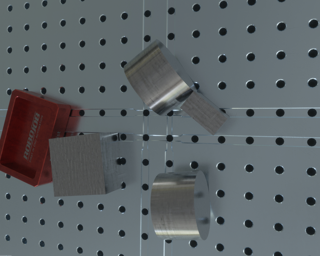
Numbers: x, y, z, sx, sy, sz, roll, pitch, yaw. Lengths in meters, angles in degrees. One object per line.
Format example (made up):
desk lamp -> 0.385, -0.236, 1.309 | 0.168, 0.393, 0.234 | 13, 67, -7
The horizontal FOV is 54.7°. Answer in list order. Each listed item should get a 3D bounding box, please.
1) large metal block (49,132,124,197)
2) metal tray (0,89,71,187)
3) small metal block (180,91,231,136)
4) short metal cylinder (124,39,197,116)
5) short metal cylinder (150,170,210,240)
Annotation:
large metal block -> -0.103, 0.050, 0.436 | 0.080, 0.050, 0.080 | -7, 88, 19
metal tray -> -0.198, 0.014, 0.479 | 0.090, 0.030, 0.129 | 19, 96, 19
small metal block -> 0.057, -0.018, 0.377 | 0.050, 0.050, 0.025 | 41, 103, 11
short metal cylinder -> 0.001, -0.061, 0.383 | 0.050, 0.080, 0.080 | -36, 79, 16
short metal cylinder -> 0.027, 0.093, 0.374 | 0.050, 0.080, 0.080 | -7, 88, 20
